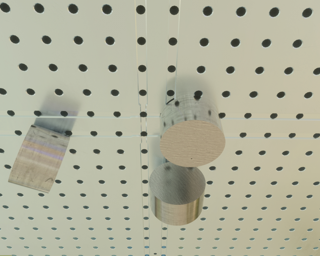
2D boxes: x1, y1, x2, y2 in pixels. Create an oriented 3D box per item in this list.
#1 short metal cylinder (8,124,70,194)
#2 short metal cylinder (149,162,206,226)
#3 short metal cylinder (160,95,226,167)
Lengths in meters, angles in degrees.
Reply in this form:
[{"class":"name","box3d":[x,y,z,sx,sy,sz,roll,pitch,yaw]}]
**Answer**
[{"class":"short metal cylinder","box3d":[-0.158,0.040,0.408,0.050,0.080,0.080,22,127,-18]},{"class":"short metal cylinder","box3d":[0.025,0.095,0.457,0.081,0.080,0.050,-1,130,0]},{"class":"short metal cylinder","box3d":[0.040,0.005,0.400,0.081,0.050,0.079,0,130,0]}]
